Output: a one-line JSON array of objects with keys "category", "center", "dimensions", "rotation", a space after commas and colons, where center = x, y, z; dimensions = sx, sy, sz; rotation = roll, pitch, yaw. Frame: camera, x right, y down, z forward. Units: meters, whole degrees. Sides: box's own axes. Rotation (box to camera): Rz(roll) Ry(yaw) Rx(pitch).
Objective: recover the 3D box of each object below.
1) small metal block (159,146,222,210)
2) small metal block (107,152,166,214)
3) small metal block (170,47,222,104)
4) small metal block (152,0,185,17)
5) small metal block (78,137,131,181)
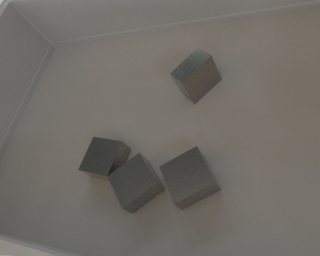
[{"category": "small metal block", "center": [0.034, 0.057, 0.352], "dimensions": [0.050, 0.025, 0.050], "rotation": [-30, 52, 9]}, {"category": "small metal block", "center": [-0.029, 0.067, 0.379], "dimensions": [0.050, 0.025, 0.050], "rotation": [-37, 52, 3]}, {"category": "small metal block", "center": [0.048, -0.067, 0.405], "dimensions": [0.050, 0.050, 0.025], "rotation": [-43, 51, -2]}, {"category": "small metal block", "center": [0.014, -0.229, 0.540], "dimensions": [0.050, 0.025, 0.050], "rotation": [-15, 56, 19]}, {"category": "small metal block", "center": [-0.074, 0.042, 0.417], "dimensions": [0.050, 0.025, 0.050], "rotation": [7, 65, 31]}]
